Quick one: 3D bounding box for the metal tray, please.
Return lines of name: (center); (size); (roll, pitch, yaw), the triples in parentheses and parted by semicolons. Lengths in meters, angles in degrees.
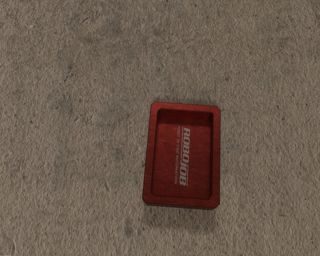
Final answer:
metal tray: (0.029, 0.034, 0.393); (0.091, 0.030, 0.130); (4, 70, 1)
